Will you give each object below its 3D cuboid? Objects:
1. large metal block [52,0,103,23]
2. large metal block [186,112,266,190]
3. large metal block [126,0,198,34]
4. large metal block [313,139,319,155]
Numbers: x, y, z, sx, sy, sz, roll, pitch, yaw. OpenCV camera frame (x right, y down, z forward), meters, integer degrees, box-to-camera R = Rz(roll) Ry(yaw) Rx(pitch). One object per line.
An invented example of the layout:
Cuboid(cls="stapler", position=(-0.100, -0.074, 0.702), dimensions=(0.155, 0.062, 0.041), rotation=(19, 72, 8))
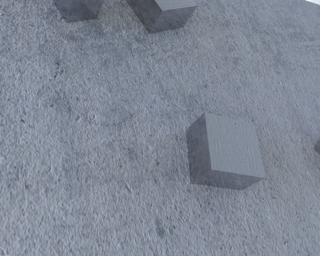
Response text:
Cuboid(cls="large metal block", position=(-0.119, -0.208, 0.431), dimensions=(0.050, 0.080, 0.080), rotation=(-23, 75, -36))
Cuboid(cls="large metal block", position=(0.085, 0.033, 0.413), dimensions=(0.081, 0.050, 0.080), rotation=(12, 57, -22))
Cuboid(cls="large metal block", position=(0.001, -0.210, 0.516), dimensions=(0.081, 0.050, 0.080), rotation=(-25, 75, -37))
Cuboid(cls="large metal block", position=(0.328, 0.035, 0.523), dimensions=(0.080, 0.080, 0.050), rotation=(49, 51, 6))
